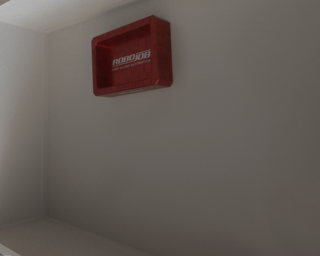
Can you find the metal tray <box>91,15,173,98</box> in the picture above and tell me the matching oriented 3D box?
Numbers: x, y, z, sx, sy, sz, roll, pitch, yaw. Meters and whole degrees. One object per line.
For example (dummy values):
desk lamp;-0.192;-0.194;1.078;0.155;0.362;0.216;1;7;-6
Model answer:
metal tray;-0.044;-0.096;0.440;0.130;0.030;0.090;-4;87;40
